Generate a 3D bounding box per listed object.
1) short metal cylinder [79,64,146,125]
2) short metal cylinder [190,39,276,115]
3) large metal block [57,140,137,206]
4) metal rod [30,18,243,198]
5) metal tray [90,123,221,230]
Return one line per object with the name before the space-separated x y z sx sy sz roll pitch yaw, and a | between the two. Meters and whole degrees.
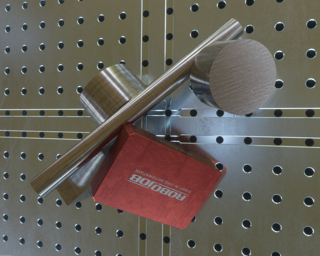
short metal cylinder | -0.055 -0.036 0.402 0.080 0.080 0.050 -45 76 14
short metal cylinder | 0.081 -0.058 0.349 0.081 0.050 0.079 -4 104 -17
large metal block | -0.085 0.051 0.412 0.080 0.080 0.050 -41 77 15
metal rod | -0.021 -0.028 0.362 0.301 0.025 0.025 -40 77 -7
metal tray | -0.003 0.061 0.368 0.131 0.030 0.090 26 101 -25
